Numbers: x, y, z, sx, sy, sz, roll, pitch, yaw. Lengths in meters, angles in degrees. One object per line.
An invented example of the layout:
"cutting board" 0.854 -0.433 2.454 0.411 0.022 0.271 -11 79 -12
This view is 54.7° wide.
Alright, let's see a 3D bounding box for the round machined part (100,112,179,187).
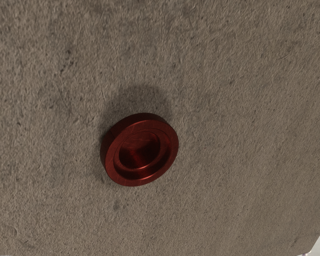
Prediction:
"round machined part" -0.029 0.023 0.396 0.099 0.042 0.097 -14 125 -21
